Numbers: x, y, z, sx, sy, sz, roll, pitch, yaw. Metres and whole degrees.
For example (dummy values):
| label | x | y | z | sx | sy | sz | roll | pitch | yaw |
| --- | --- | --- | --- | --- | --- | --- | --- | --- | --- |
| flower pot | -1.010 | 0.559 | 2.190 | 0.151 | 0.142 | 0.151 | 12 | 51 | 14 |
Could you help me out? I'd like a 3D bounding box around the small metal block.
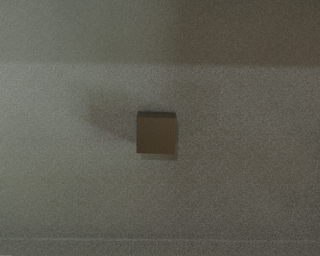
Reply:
| label | x | y | z | sx | sy | sz | roll | pitch | yaw |
| --- | --- | --- | --- | --- | --- | --- | --- | --- | --- |
| small metal block | -0.005 | 0.006 | 0.409 | 0.050 | 0.025 | 0.050 | 2 | 110 | -1 |
